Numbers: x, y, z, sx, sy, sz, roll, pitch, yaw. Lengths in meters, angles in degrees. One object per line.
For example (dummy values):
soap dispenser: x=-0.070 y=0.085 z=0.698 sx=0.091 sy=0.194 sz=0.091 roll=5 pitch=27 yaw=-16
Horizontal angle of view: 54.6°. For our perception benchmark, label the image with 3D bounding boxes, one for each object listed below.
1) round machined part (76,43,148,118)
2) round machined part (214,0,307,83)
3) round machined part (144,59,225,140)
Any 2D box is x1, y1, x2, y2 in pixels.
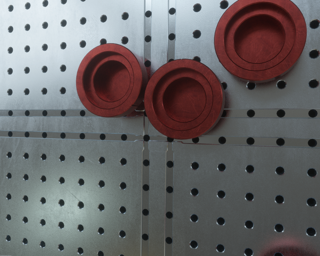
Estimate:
round machined part: x=-0.062 y=-0.063 z=0.426 sx=0.098 sy=0.042 sz=0.097 roll=0 pitch=90 yaw=20
round machined part: x=0.116 y=-0.101 z=0.363 sx=0.098 sy=0.042 sz=0.097 roll=0 pitch=90 yaw=20
round machined part: x=0.033 y=-0.035 z=0.392 sx=0.098 sy=0.042 sz=0.097 roll=0 pitch=90 yaw=20
